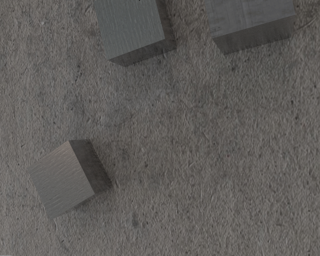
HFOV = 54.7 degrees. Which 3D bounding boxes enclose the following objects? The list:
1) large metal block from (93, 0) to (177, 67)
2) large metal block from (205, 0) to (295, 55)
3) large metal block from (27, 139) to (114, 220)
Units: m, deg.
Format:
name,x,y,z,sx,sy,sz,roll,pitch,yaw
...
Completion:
name,x,y,z,sx,sy,sz,roll,pitch,yaw
large metal block,-0.031,-0.135,0.407,0.080,0.050,0.080,-15,85,19
large metal block,0.100,-0.124,0.344,0.080,0.080,0.050,-11,86,19
large metal block,-0.127,0.071,0.441,0.080,0.050,0.080,-32,80,17
